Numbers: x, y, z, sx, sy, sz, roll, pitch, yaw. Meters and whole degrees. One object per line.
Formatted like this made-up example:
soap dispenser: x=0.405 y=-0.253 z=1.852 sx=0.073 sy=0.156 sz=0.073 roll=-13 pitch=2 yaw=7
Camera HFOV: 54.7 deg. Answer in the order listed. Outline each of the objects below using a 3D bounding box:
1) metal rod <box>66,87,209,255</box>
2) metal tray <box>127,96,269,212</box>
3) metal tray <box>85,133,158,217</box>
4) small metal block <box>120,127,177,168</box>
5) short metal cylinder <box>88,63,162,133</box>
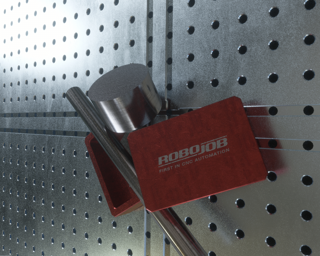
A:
metal rod: x=-0.045 y=0.045 z=0.402 sx=0.300 sy=0.025 sz=0.025 roll=49 pitch=119 yaw=28
metal tray: x=0.038 y=0.030 z=0.336 sx=0.130 sy=0.030 sz=0.090 roll=-19 pitch=77 yaw=13
metal tray: x=-0.054 y=0.049 z=0.445 sx=0.090 sy=0.030 sz=0.130 roll=-39 pitch=67 yaw=33
small metal block: x=-0.014 y=0.024 z=0.399 sx=0.050 sy=0.050 sz=0.025 roll=48 pitch=119 yaw=29
short metal cylinder: x=-0.044 y=-0.039 z=0.397 sx=0.080 sy=0.080 sz=0.050 roll=11 pitch=139 yaw=39
